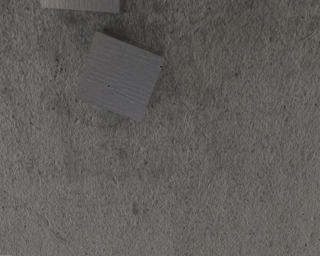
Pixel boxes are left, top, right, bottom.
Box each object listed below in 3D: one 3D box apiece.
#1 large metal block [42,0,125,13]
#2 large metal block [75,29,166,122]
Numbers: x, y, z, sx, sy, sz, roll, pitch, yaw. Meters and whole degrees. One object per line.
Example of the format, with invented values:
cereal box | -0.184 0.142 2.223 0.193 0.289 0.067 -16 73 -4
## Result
large metal block | -0.080 -0.169 0.333 0.081 0.050 0.079 4 110 -2
large metal block | -0.046 -0.064 0.372 0.080 0.050 0.079 20 109 -8
